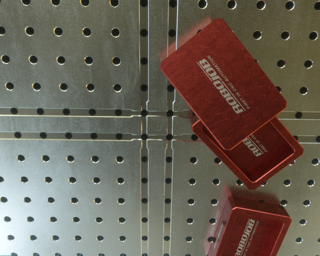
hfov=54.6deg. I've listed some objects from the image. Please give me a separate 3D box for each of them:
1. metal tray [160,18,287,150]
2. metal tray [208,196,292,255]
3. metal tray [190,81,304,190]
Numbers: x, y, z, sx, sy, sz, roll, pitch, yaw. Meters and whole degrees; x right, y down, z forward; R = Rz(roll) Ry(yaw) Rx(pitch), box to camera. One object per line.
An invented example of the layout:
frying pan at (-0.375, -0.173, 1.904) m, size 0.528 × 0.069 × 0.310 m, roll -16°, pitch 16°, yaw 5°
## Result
metal tray at (0.074, -0.050, 0.370) m, size 0.090 × 0.030 × 0.130 m, roll -38°, pitch 92°, yaw 4°
metal tray at (0.133, 0.174, 0.475) m, size 0.090 × 0.030 × 0.129 m, roll 12°, pitch 110°, yaw -5°
metal tray at (0.115, 0.011, 0.415) m, size 0.090 × 0.030 × 0.130 m, roll -41°, pitch 105°, yaw 13°
